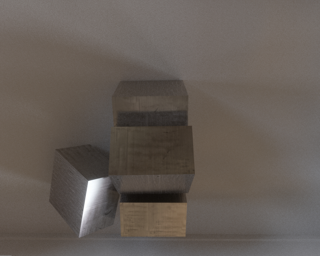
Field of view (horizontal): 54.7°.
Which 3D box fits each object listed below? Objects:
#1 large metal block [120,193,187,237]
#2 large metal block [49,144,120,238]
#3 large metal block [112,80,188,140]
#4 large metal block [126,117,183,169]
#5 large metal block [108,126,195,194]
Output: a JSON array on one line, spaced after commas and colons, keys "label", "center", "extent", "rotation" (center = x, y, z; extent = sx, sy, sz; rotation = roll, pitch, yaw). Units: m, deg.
[{"label": "large metal block", "center": [-0.008, 0.099, 0.416], "extent": [0.081, 0.080, 0.050], "rotation": [0, 110, -1]}, {"label": "large metal block", "center": [-0.097, 0.077, 0.399], "extent": [0.050, 0.080, 0.079], "rotation": [-7, 119, -44]}, {"label": "large metal block", "center": [-0.010, -0.024, 0.370], "extent": [0.081, 0.080, 0.050], "rotation": [-1, 110, 0]}, {"label": "large metal block", "center": [-0.010, 0.031, 0.409], "extent": [0.081, 0.050, 0.079], "rotation": [-1, 110, 0]}, {"label": "large metal block", "center": [-0.008, 0.037, 0.334], "extent": [0.081, 0.080, 0.050], "rotation": [-1, 65, 0]}]
